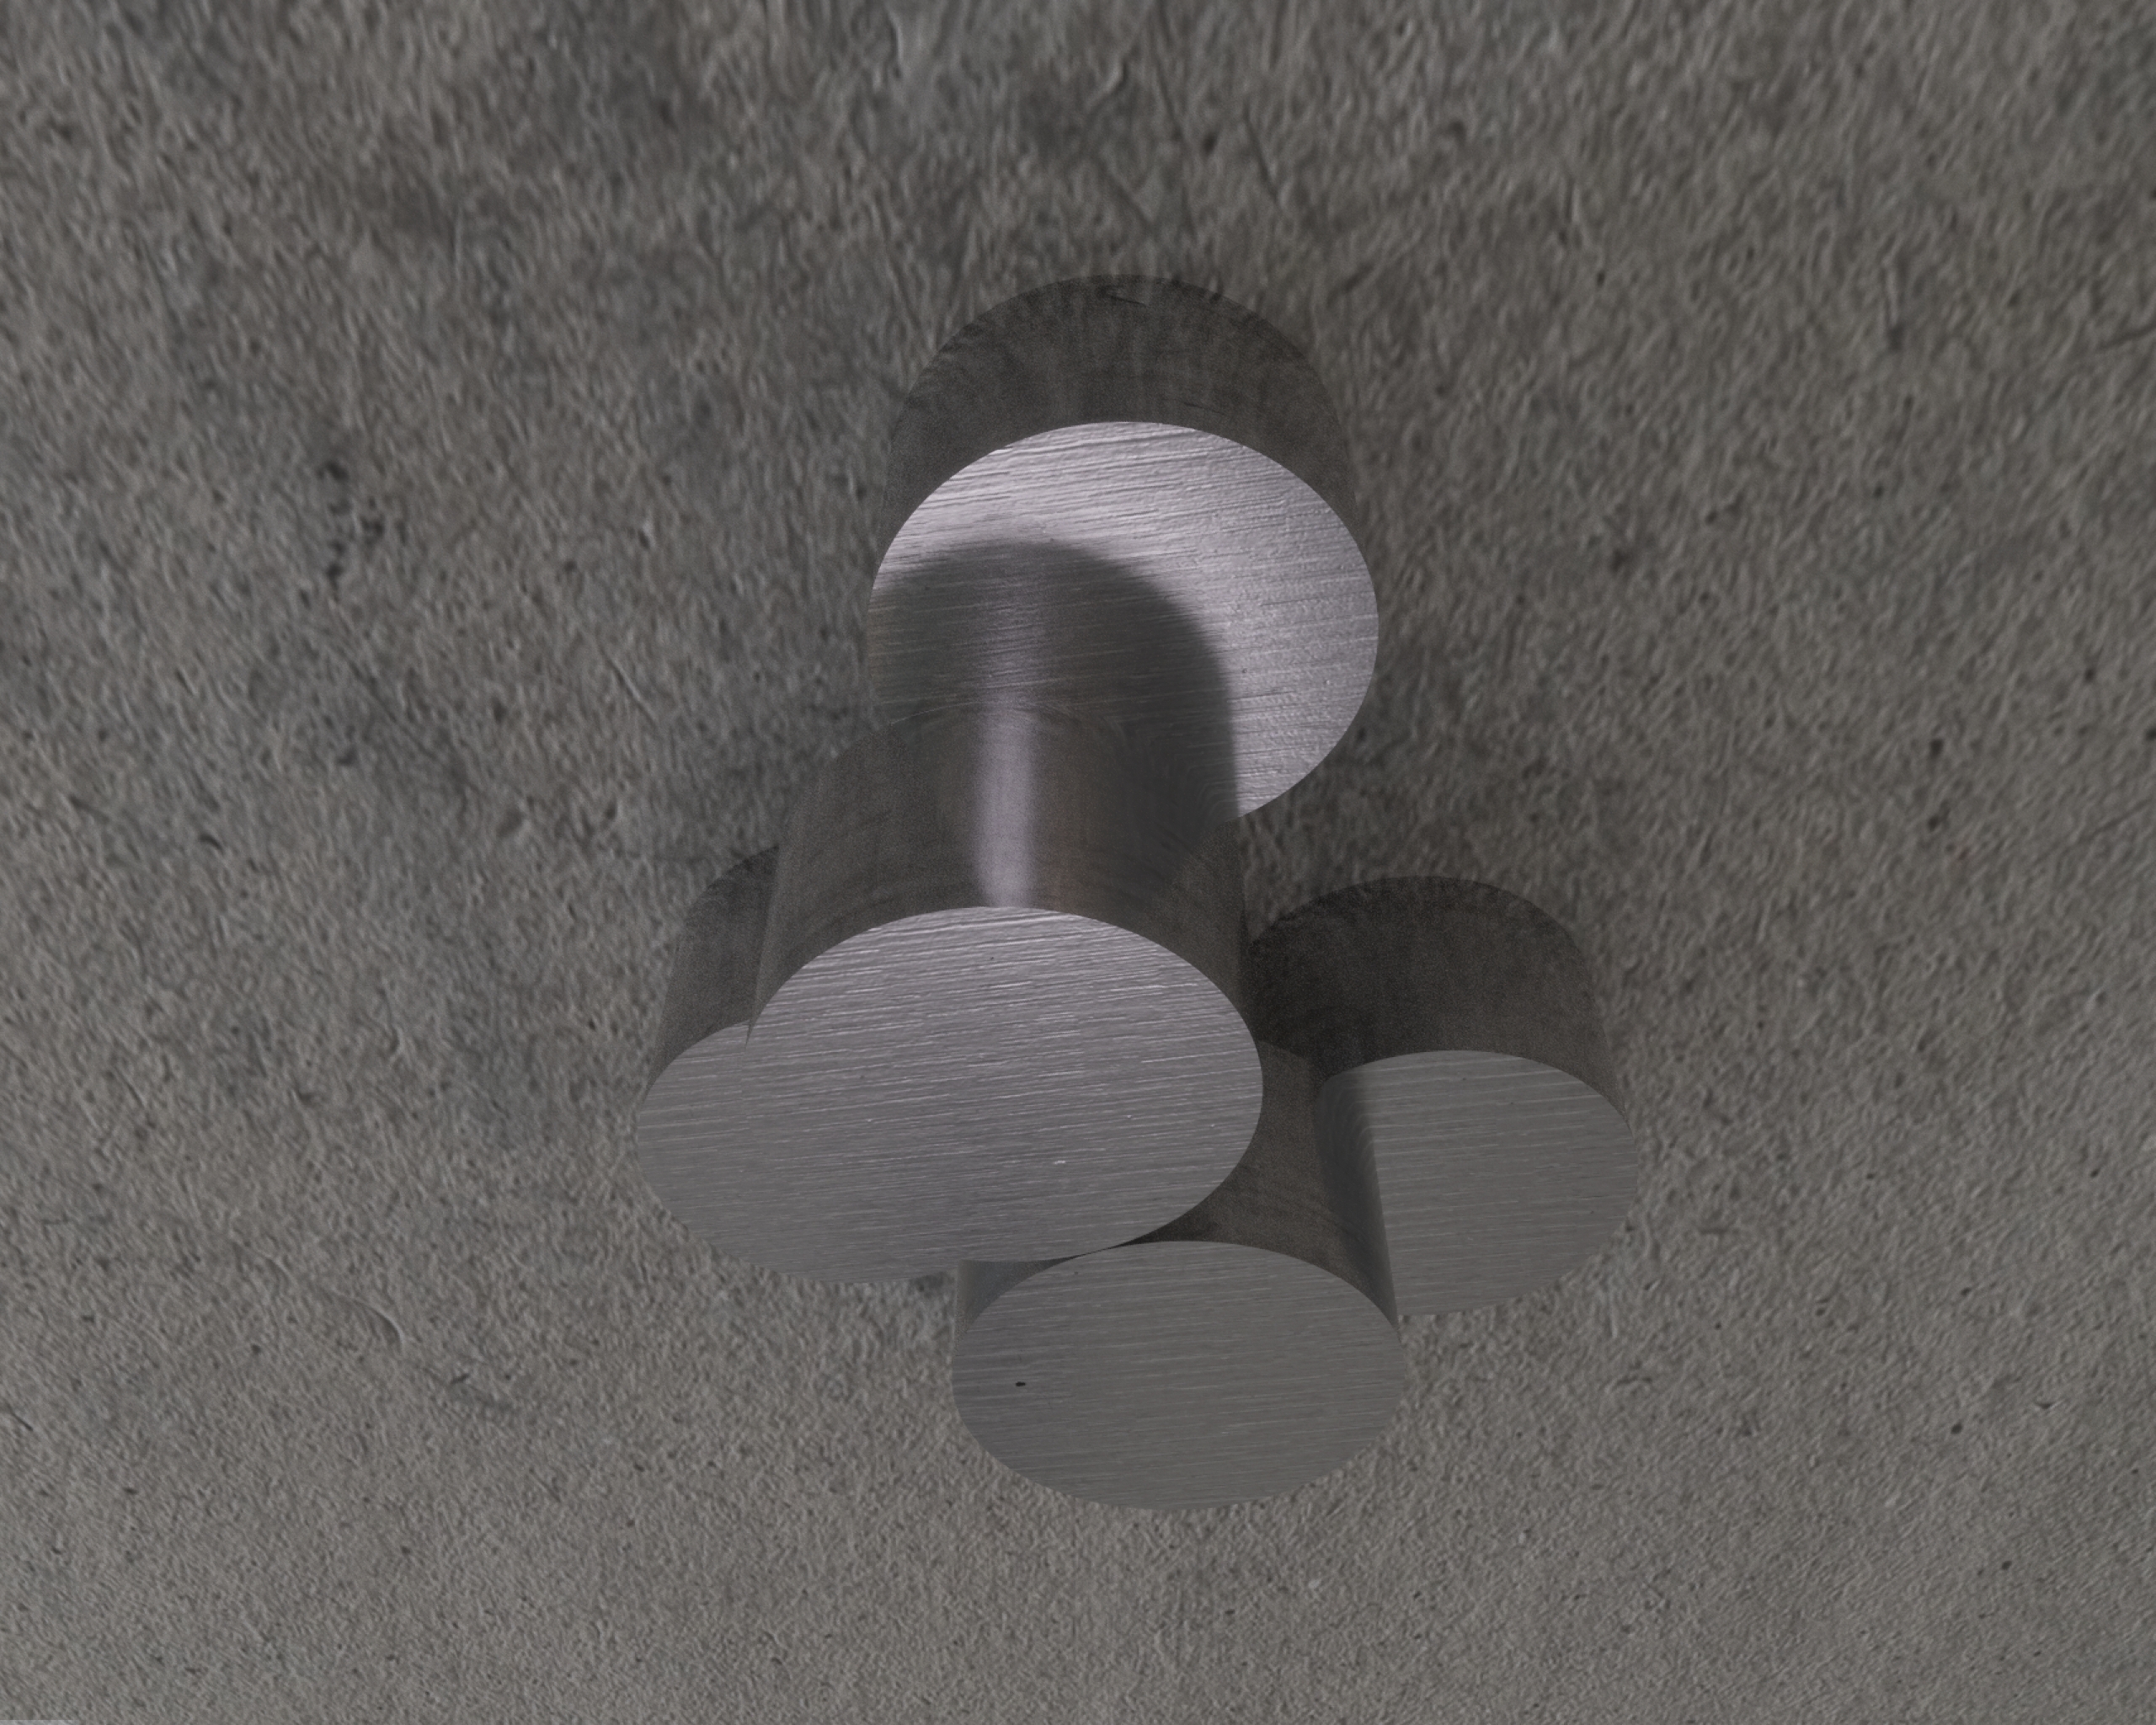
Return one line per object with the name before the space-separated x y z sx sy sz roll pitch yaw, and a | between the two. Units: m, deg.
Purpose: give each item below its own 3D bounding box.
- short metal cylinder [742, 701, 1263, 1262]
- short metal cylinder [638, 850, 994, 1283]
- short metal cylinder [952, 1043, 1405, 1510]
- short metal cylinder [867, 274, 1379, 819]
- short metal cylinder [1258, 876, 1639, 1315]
short metal cylinder | -0.012 0.020 0.342 0.081 0.050 0.079 0 130 0
short metal cylinder | -0.045 0.041 0.425 0.081 0.050 0.079 0 130 0
short metal cylinder | 0.018 0.077 0.391 0.081 0.050 0.079 0 130 0
short metal cylinder | 0.007 -0.050 0.348 0.081 0.050 0.079 0 130 0
short metal cylinder | 0.071 0.049 0.433 0.081 0.050 0.079 0 130 0
